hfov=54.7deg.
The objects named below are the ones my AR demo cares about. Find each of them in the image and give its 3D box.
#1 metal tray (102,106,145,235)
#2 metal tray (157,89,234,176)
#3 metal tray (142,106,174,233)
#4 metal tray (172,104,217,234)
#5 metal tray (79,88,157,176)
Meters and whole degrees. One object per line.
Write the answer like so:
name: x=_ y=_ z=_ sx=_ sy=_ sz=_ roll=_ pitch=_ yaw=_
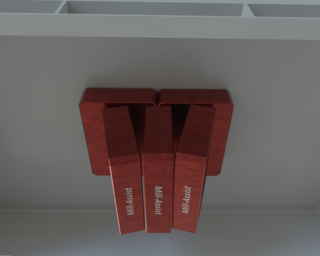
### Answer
metal tray: x=-0.042 y=0.051 z=0.364 sx=0.030 sy=0.090 sz=0.129 roll=-8 pitch=131 yaw=-10
metal tray: x=0.041 y=0.010 z=0.413 sx=0.091 sy=0.030 sz=0.129 roll=0 pitch=130 yaw=-1
metal tray: x=-0.002 y=0.050 z=0.366 sx=0.030 sy=0.090 sz=0.129 roll=0 pitch=128 yaw=0
metal tray: x=0.039 y=0.049 z=0.364 sx=0.030 sy=0.090 sz=0.129 roll=9 pitch=131 yaw=11
metal tray: x=-0.050 y=0.010 z=0.410 sx=0.091 sy=0.030 sz=0.129 roll=0 pitch=130 yaw=-1
